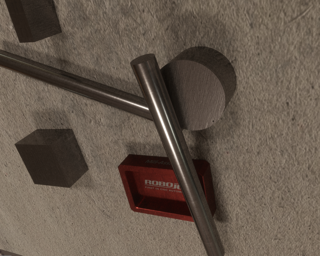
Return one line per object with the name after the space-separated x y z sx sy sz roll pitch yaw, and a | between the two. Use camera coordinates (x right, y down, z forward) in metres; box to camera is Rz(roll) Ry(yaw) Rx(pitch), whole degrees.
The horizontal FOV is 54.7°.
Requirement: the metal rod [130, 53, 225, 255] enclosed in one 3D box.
0.031 0.056 0.368 0.025 0.025 0.299 -4 124 29 | metal rod

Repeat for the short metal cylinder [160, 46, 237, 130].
0.039 -0.044 0.342 0.080 0.050 0.079 13 124 20 | short metal cylinder

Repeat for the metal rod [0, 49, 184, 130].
-0.106 -0.057 0.425 0.301 0.025 0.025 20 126 16 | metal rod

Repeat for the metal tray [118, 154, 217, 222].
0.010 0.087 0.450 0.130 0.030 0.089 2 120 27 | metal tray

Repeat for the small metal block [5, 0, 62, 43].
-0.155 -0.138 0.385 0.025 0.050 0.050 5 121 25 | small metal block

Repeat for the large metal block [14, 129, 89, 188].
-0.177 0.048 0.511 0.080 0.050 0.080 -1 118 28 | large metal block
